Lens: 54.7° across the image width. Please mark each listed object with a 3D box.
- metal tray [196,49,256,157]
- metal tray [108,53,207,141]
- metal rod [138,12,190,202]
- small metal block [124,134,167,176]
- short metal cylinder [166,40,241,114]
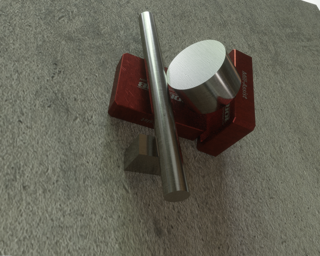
[{"bbox_3d":[0.091,-0.036,0.436,0.030,0.090,0.130,21,54,-16],"label":"metal tray"},{"bbox_3d":[0.001,-0.042,0.429,0.131,0.030,0.090,17,55,-19],"label":"metal tray"},{"bbox_3d":[-0.002,-0.052,0.387,0.025,0.025,0.300,10,48,-23],"label":"metal rod"},{"bbox_3d":[-0.010,0.033,0.364,0.050,0.050,0.025,12,57,-22],"label":"small metal block"},{"bbox_3d":[0.055,-0.065,0.394,0.050,0.080,0.080,46,41,-41],"label":"short metal cylinder"}]
